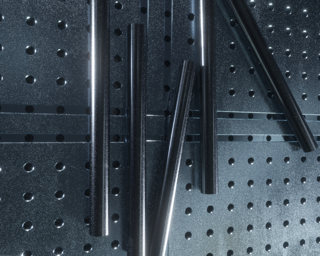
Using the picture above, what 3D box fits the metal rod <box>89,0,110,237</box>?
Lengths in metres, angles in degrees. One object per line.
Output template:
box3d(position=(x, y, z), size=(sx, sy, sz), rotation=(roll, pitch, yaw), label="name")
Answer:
box3d(position=(-0.075, -0.018, 0.385), size=(0.025, 0.025, 0.298), rotation=(0, 90, -20), label="metal rod")

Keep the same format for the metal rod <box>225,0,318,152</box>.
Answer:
box3d(position=(0.168, -0.092, 0.476), size=(0.025, 0.025, 0.299), rotation=(-35, 102, -17), label="metal rod")

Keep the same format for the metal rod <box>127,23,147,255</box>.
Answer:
box3d(position=(-0.030, 0.017, 0.402), size=(0.025, 0.025, 0.298), rotation=(0, 90, -20), label="metal rod")

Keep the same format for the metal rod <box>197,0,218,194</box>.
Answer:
box3d(position=(0.067, -0.058, 0.438), size=(0.025, 0.025, 0.298), rotation=(-1, 91, -20), label="metal rod")

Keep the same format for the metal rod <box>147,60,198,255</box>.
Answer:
box3d(position=(0.014, 0.057, 0.419), size=(0.025, 0.025, 0.298), rotation=(11, 86, -20), label="metal rod")
